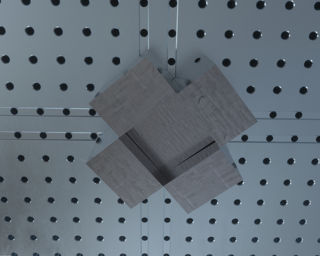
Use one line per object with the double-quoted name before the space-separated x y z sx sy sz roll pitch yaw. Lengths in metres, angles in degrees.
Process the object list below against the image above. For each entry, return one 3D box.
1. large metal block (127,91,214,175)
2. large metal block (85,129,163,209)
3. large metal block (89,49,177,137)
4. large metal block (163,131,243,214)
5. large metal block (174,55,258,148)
"large metal block" 0.012 -0.002 0.398 0.080 0.050 0.080 -36 105 14
"large metal block" -0.041 0.041 0.398 0.050 0.080 0.080 -37 107 12
"large metal block" -0.029 -0.045 0.367 0.080 0.080 0.050 -37 106 12
"large metal block" 0.051 0.051 0.404 0.080 0.080 0.050 -35 106 12
"large metal block" 0.063 -0.035 0.372 0.050 0.080 0.080 -37 106 12
